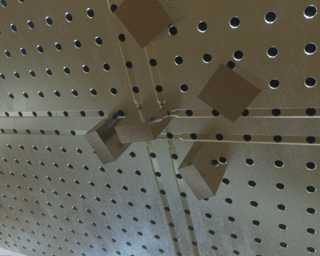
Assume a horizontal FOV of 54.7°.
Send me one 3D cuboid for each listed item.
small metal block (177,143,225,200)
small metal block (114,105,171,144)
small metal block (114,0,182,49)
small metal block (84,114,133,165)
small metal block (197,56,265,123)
[{"bbox_3d":[0.054,0.056,0.400,0.025,0.050,0.050,-25,105,36],"label":"small metal block"},{"bbox_3d":[-0.022,-0.005,0.402,0.050,0.050,0.025,-7,115,31],"label":"small metal block"},{"bbox_3d":[-0.013,-0.125,0.340,0.050,0.025,0.050,-31,102,37],"label":"small metal block"},{"bbox_3d":[-0.072,0.015,0.441,0.025,0.050,0.050,-20,108,35],"label":"small metal block"},{"bbox_3d":[0.078,-0.042,0.343,0.050,0.025,0.050,36,129,4],"label":"small metal block"}]
